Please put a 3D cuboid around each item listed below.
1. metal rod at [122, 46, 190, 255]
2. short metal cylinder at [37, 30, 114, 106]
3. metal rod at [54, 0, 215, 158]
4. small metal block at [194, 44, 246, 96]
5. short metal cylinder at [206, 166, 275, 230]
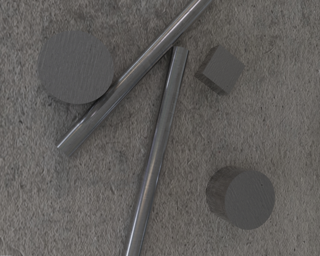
[{"bbox_3d":[-0.007,0.039,0.406,0.025,0.025,0.299,15,85,-20],"label":"metal rod"},{"bbox_3d":[-0.098,-0.066,0.359,0.081,0.050,0.080,0,90,-20],"label":"short metal cylinder"},{"bbox_3d":[-0.020,-0.084,0.401,0.025,0.025,0.300,44,76,-15],"label":"metal rod"},{"bbox_3d":[0.085,-0.081,0.441,0.050,0.025,0.050,35,79,-17],"label":"small metal block"},{"bbox_3d":[0.113,0.096,0.438,0.081,0.050,0.080,0,90,-20],"label":"short metal cylinder"}]
